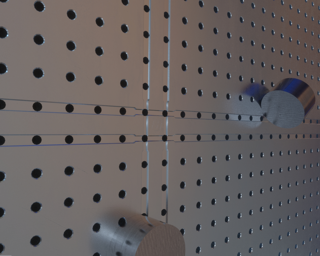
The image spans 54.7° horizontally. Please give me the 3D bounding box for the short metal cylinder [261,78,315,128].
[{"bbox_3d":[0.238,-0.046,0.577,0.050,0.080,0.080,-40,115,-33],"label":"short metal cylinder"}]

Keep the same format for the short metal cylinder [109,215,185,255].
[{"bbox_3d":[-0.015,0.153,0.383,0.081,0.050,0.079,0,91,-40],"label":"short metal cylinder"}]
